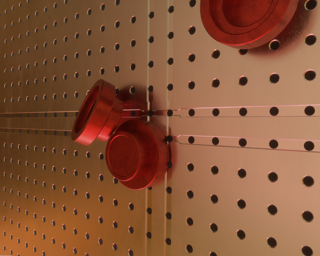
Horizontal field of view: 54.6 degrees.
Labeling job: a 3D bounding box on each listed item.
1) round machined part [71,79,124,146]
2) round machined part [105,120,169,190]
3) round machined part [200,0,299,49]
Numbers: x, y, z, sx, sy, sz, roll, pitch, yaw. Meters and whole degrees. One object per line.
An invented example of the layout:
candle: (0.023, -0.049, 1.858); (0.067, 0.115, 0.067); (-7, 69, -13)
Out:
round machined part: (-0.088, -0.019, 0.454); (0.098, 0.042, 0.098); (-44, 32, 37)
round machined part: (-0.038, 0.037, 0.431); (0.098, 0.042, 0.097); (0, 90, 40)
round machined part: (0.094, -0.131, 0.321); (0.098, 0.042, 0.097); (0, 90, 40)
